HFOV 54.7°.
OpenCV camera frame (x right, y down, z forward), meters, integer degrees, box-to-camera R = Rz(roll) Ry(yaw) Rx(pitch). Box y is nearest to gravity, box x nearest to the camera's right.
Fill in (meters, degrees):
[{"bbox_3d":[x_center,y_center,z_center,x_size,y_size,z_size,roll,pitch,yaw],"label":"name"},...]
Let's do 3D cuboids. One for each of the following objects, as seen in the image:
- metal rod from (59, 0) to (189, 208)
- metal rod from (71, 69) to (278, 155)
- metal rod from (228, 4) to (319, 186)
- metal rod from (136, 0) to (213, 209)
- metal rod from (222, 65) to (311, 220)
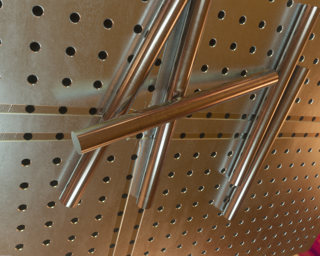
[{"bbox_3d":[-0.047,-0.029,0.368,0.025,0.025,0.298,20,108,-36],"label":"metal rod"},{"bbox_3d":[0.040,-0.030,0.384,0.302,0.025,0.025,-20,127,-29],"label":"metal rod"},{"bbox_3d":[0.171,-0.036,0.485,0.025,0.025,0.298,2,118,-30],"label":"metal rod"},{"bbox_3d":[0.012,-0.016,0.409,0.025,0.025,0.298,1,118,-29],"label":"metal rod"},{"bbox_3d":[0.175,0.036,0.531,0.025,0.025,0.298,5,116,-31],"label":"metal rod"}]
